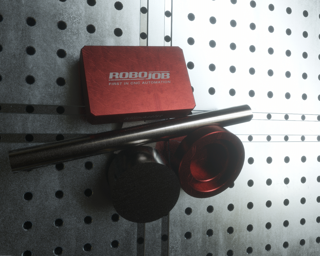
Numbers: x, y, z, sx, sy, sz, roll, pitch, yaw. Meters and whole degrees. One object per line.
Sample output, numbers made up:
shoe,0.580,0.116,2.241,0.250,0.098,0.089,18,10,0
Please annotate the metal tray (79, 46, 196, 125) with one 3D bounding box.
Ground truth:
metal tray,-0.028,-0.056,0.385,0.131,0.030,0.090,-5,73,-21

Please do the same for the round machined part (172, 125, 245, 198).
round machined part,0.061,0.041,0.415,0.099,0.042,0.097,-10,116,-20

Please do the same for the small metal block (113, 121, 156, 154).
small metal block,-0.033,0.015,0.410,0.050,0.025,0.050,19,84,-20

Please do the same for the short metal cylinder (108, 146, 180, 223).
short metal cylinder,-0.021,0.068,0.380,0.081,0.050,0.079,-5,110,-13

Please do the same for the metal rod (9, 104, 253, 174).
metal rod,-0.018,0.008,0.379,0.303,0.025,0.025,-12,94,-20
